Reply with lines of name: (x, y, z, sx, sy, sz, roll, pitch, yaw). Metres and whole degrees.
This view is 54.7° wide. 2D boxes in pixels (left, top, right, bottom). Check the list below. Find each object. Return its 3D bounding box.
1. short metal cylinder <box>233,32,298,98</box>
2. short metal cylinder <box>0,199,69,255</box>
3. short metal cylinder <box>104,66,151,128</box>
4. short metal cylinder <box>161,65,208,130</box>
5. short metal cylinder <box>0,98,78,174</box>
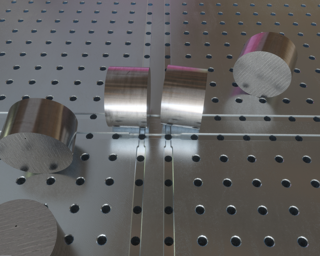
short metal cylinder: (0.153, -0.091, 0.450, 0.080, 0.080, 0.050, 20, 53, 15)
short metal cylinder: (-0.132, 0.115, 0.293, 0.081, 0.050, 0.080, 0, 50, 0)
short metal cylinder: (-0.040, -0.040, 0.405, 0.050, 0.080, 0.080, 2, 50, 1)
short metal cylinder: (0.032, -0.041, 0.406, 0.050, 0.080, 0.080, 7, 50, 6)
short metal cylinder: (-0.140, 0.011, 0.361, 0.081, 0.080, 0.050, -2, 50, -2)
